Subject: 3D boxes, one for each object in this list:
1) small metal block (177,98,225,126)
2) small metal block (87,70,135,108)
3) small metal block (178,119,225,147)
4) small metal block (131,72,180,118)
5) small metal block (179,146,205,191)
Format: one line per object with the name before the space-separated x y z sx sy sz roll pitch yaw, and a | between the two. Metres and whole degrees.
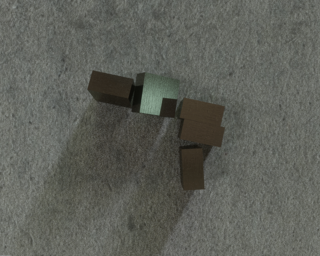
small metal block | 0.051 -0.019 0.398 0.050 0.050 0.025 12 90 -1
small metal block | -0.059 -0.048 0.394 0.050 0.050 0.025 12 80 2
small metal block | 0.051 0.006 0.398 0.050 0.050 0.025 12 90 -1
small metal block | -0.005 -0.041 0.400 0.050 0.025 0.050 8 90 -29
small metal block | 0.040 0.050 0.398 0.025 0.050 0.050 -3 90 0
